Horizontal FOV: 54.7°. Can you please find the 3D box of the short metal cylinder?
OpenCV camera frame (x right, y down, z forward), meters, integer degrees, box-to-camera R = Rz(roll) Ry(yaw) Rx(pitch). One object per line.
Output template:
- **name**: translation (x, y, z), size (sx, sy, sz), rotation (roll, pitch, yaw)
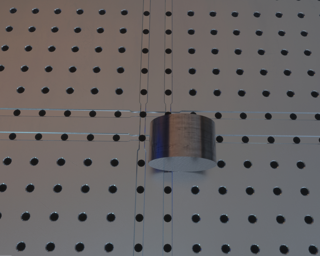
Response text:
- **short metal cylinder**: translation (0.027, 0.020, 0.375), size (0.081, 0.080, 0.050), rotation (2, 70, 0)
